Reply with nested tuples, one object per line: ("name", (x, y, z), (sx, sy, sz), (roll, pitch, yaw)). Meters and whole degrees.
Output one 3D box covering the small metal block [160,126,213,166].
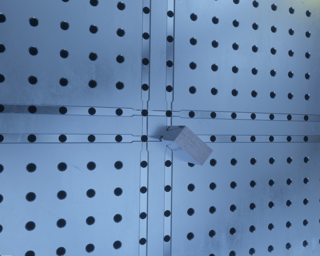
("small metal block", (0.034, 0.022, 0.412), (0.050, 0.050, 0.025), (41, 77, -15))
